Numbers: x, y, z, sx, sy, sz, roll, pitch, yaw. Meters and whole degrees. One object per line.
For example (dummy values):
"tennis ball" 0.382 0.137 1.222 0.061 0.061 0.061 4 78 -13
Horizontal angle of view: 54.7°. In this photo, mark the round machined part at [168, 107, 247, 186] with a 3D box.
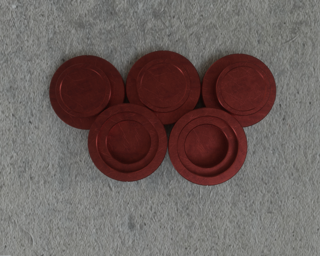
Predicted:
"round machined part" 0.059 0.023 0.403 0.099 0.042 0.097 0 90 -1

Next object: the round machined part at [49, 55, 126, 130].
"round machined part" -0.095 -0.046 0.401 0.099 0.042 0.097 0 90 -1

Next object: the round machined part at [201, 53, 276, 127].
"round machined part" 0.103 -0.049 0.404 0.099 0.042 0.097 0 90 -1

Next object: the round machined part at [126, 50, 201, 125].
"round machined part" 0.004 -0.053 0.403 0.099 0.042 0.097 0 90 -1

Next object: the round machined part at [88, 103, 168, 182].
"round machined part" -0.040 0.018 0.402 0.099 0.042 0.097 0 90 -1
